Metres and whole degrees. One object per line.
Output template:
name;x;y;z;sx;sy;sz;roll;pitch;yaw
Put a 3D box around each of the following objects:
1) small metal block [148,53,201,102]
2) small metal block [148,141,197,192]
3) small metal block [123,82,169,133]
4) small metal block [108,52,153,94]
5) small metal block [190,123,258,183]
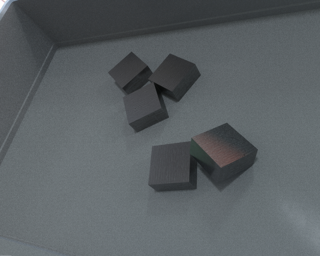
small metal block;0.020;-0.072;0.440;0.050;0.025;0.050;33;80;38
small metal block;0.016;0.046;0.369;0.050;0.025;0.050;-9;58;23
small metal block;-0.020;-0.029;0.435;0.050;0.025;0.050;-25;53;12
small metal block;-0.045;-0.084;0.481;0.050;0.025;0.050;-42;51;-1
small metal block;0.069;0.026;0.340;0.050;0.025;0.050;-21;47;-24
